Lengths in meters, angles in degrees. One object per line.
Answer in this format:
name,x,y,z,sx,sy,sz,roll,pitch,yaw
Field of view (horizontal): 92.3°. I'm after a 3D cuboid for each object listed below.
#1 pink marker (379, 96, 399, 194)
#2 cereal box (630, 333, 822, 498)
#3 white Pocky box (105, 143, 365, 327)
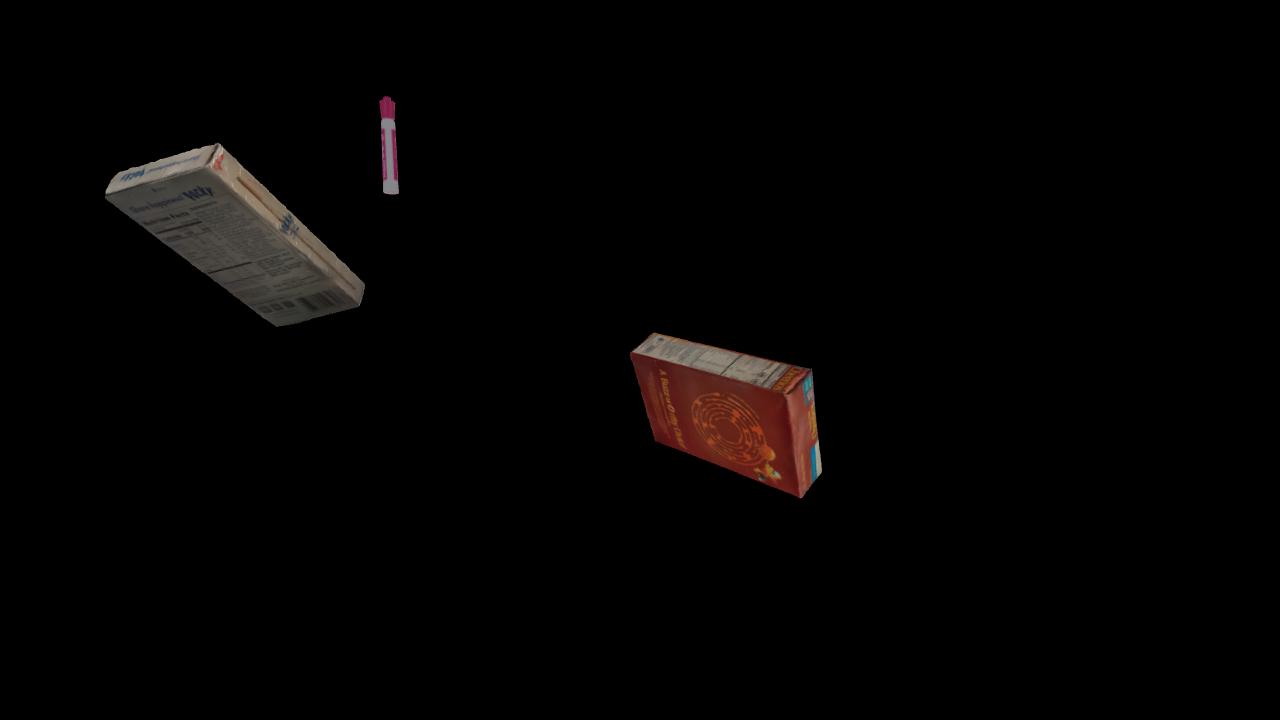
pink marker,-0.322,-0.275,0.789,0.020,0.121,0.020,-1,3,0
cereal box,0.136,0.081,0.996,0.306,0.203,0.081,15,43,41
white Pocky box,-0.289,-0.084,0.457,0.084,0.028,0.154,-11,-33,11
